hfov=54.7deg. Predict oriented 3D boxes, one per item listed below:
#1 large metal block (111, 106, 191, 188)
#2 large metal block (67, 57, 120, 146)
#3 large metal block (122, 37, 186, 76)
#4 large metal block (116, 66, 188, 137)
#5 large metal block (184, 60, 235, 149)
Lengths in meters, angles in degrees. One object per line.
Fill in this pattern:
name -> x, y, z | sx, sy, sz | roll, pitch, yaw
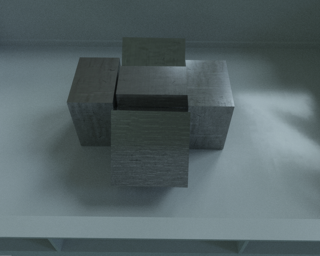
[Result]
large metal block -> -0.010, 0.019, 0.343 | 0.081, 0.079, 0.050 | 1, 8, -1
large metal block -> -0.076, -0.033, 0.395 | 0.050, 0.080, 0.080 | 1, 50, 0
large metal block -> -0.007, -0.089, 0.435 | 0.080, 0.080, 0.050 | 1, 88, 1
large metal block -> -0.009, -0.031, 0.394 | 0.080, 0.080, 0.050 | 1, 50, 0
large metal block -> 0.057, -0.029, 0.392 | 0.050, 0.080, 0.080 | 1, 50, 1
